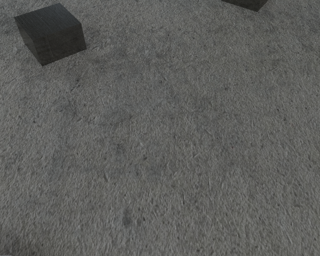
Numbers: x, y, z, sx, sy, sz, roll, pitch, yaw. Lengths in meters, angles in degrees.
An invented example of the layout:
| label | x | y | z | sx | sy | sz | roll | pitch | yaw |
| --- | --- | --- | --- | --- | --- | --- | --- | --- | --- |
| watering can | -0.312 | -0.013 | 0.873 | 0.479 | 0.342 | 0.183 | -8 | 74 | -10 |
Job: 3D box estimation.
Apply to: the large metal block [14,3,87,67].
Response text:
| label | x | y | z | sx | sy | sz | roll | pitch | yaw |
| --- | --- | --- | --- | --- | --- | --- | --- | --- | --- |
| large metal block | -0.182 | -0.158 | 0.519 | 0.081 | 0.050 | 0.080 | -29 | 56 | -22 |

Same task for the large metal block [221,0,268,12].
| label | x | y | z | sx | sy | sz | roll | pitch | yaw |
| --- | --- | --- | --- | --- | --- | --- | --- | --- | --- |
| large metal block | 0.183 | -0.288 | 0.630 | 0.080 | 0.050 | 0.080 | 28 | 55 | 21 |
